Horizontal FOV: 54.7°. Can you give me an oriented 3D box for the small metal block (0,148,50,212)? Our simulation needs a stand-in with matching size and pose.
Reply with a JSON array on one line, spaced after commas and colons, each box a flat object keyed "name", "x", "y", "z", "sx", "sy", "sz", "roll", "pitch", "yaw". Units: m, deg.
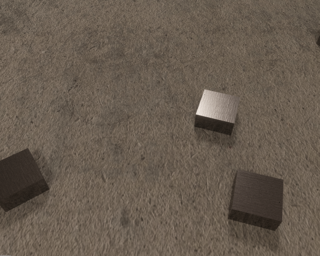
[{"name": "small metal block", "x": -0.162, "y": 0.058, "z": 0.352, "sx": 0.050, "sy": 0.025, "sz": 0.050, "roll": -28, "pitch": 56, "yaw": -22}]

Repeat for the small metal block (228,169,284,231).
[{"name": "small metal block", "x": 0.105, "y": 0.078, "z": 0.339, "sx": 0.050, "sy": 0.025, "sz": 0.050, "roll": 12, "pitch": 51, "yaw": 10}]

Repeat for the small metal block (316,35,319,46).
[{"name": "small metal block", "x": 0.305, "y": -0.165, "z": 0.530, "sx": 0.050, "sy": 0.050, "sz": 0.025, "roll": -18, "pitch": 53, "yaw": -15}]

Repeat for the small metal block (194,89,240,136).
[{"name": "small metal block", "x": 0.078, "y": -0.022, "z": 0.423, "sx": 0.050, "sy": 0.025, "sz": 0.050, "roll": 14, "pitch": 51, "yaw": 11}]
